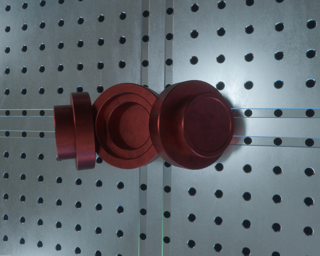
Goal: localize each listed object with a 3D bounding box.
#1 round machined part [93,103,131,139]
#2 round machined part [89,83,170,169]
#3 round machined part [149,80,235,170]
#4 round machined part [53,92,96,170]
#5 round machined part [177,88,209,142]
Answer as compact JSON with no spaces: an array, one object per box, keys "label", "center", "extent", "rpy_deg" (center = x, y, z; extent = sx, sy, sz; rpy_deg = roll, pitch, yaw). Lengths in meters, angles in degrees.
[{"label":"round machined part","center":[-0.059,-0.003,0.423],"extent":[0.098,0.042,0.097],"rpy_deg":[0,90,19]},{"label":"round machined part","center":[-0.032,-0.002,0.368],"extent":[0.098,0.042,0.097],"rpy_deg":[0,90,19]},{"label":"round machined part","center":[0.041,-0.003,0.334],"extent":[0.042,0.099,0.097],"rpy_deg":[0,90,60]},{"label":"round machined part","center":[-0.108,0.004,0.386],"extent":[0.042,0.098,0.097],"rpy_deg":[-5,88,-18]},{"label":"round machined part","center":[0.034,-0.003,0.391],"extent":[0.098,0.042,0.097],"rpy_deg":[0,90,19]}]
